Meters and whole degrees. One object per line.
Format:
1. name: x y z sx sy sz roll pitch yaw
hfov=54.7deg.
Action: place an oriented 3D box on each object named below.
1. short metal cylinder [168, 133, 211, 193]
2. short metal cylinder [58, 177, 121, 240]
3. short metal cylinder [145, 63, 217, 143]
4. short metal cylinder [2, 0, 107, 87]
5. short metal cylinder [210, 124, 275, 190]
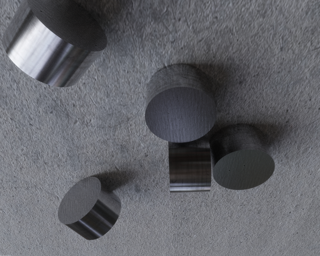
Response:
1. short metal cylinder: 0.037 0.045 0.409 0.050 0.080 0.079 -2 130 2
2. short metal cylinder: -0.107 0.122 0.474 0.080 0.080 0.050 -25 126 19
3. short metal cylinder: 0.023 -0.029 0.366 0.081 0.050 0.079 0 130 0
4. short metal cylinder: -0.099 -0.086 0.297 0.080 0.080 0.050 33 123 -25
5. short metal cylinder: 0.110 0.040 0.426 0.081 0.050 0.079 0 130 0
